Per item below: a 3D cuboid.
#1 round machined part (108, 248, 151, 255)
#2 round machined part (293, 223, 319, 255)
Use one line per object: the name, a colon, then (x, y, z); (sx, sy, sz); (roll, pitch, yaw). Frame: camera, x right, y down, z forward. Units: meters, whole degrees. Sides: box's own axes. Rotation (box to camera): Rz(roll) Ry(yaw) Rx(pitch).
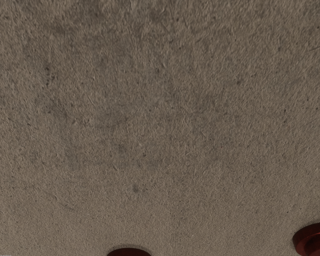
round machined part: (-0.065, 0.294, 0.646); (0.099, 0.042, 0.097); (-1, 130, 0)
round machined part: (0.311, 0.226, 0.594); (0.099, 0.042, 0.097); (-1, 130, 0)
